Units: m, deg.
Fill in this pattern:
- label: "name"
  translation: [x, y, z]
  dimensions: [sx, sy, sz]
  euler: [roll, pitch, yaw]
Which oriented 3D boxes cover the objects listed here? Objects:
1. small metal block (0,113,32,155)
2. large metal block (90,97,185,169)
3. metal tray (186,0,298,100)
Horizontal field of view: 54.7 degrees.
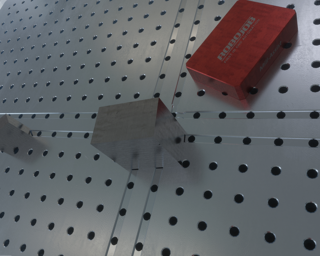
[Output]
- label: "small metal block"
  translation: [-0.255, 0.011, 0.520]
  dimensions: [0.050, 0.050, 0.025]
  euler: [-40, 51, 1]
- label: "large metal block"
  translation: [-0.023, 0.011, 0.379]
  dimensions: [0.080, 0.080, 0.050]
  euler: [-7, 59, 24]
- label: "metal tray"
  translation: [0.108, -0.109, 0.415]
  dimensions: [0.090, 0.030, 0.130]
  euler: [32, 79, 38]
